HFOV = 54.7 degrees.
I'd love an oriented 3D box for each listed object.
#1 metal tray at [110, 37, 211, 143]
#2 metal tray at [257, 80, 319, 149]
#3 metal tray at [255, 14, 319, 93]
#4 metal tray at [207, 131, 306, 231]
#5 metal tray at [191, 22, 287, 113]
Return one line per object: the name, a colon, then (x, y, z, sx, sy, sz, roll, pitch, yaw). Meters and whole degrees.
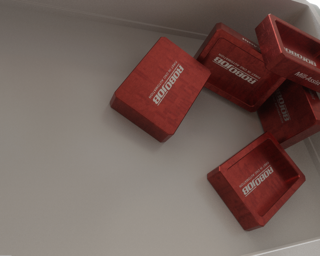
metal tray: (0.004, -0.056, 0.427, 0.090, 0.030, 0.130, 36, 59, -4)
metal tray: (0.200, -0.042, 0.495, 0.030, 0.090, 0.130, 8, 58, -29)
metal tray: (0.207, -0.106, 0.456, 0.131, 0.030, 0.090, 16, 52, -23)
metal tray: (0.138, 0.069, 0.433, 0.131, 0.030, 0.090, -27, 77, -37)
metal tray: (0.119, -0.090, 0.479, 0.131, 0.089, 0.030, 27, 36, -12)
